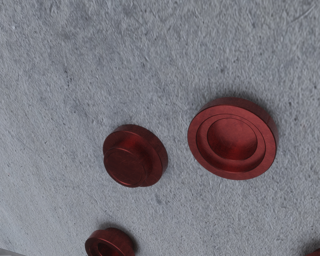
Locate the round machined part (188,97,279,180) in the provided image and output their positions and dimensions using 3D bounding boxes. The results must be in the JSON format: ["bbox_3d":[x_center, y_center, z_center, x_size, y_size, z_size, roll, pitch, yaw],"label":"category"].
[{"bbox_3d":[0.085,0.008,0.356,0.098,0.042,0.097,13,124,21],"label":"round machined part"}]

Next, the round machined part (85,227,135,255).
[{"bbox_3d":[-0.088,0.227,0.583,0.098,0.042,0.097,13,124,21],"label":"round machined part"}]

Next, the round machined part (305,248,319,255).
[{"bbox_3d":[0.227,0.190,0.394,0.098,0.042,0.097,13,124,21],"label":"round machined part"}]

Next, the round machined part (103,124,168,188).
[{"bbox_3d":[-0.042,0.047,0.447,0.098,0.042,0.097,13,124,21],"label":"round machined part"}]
